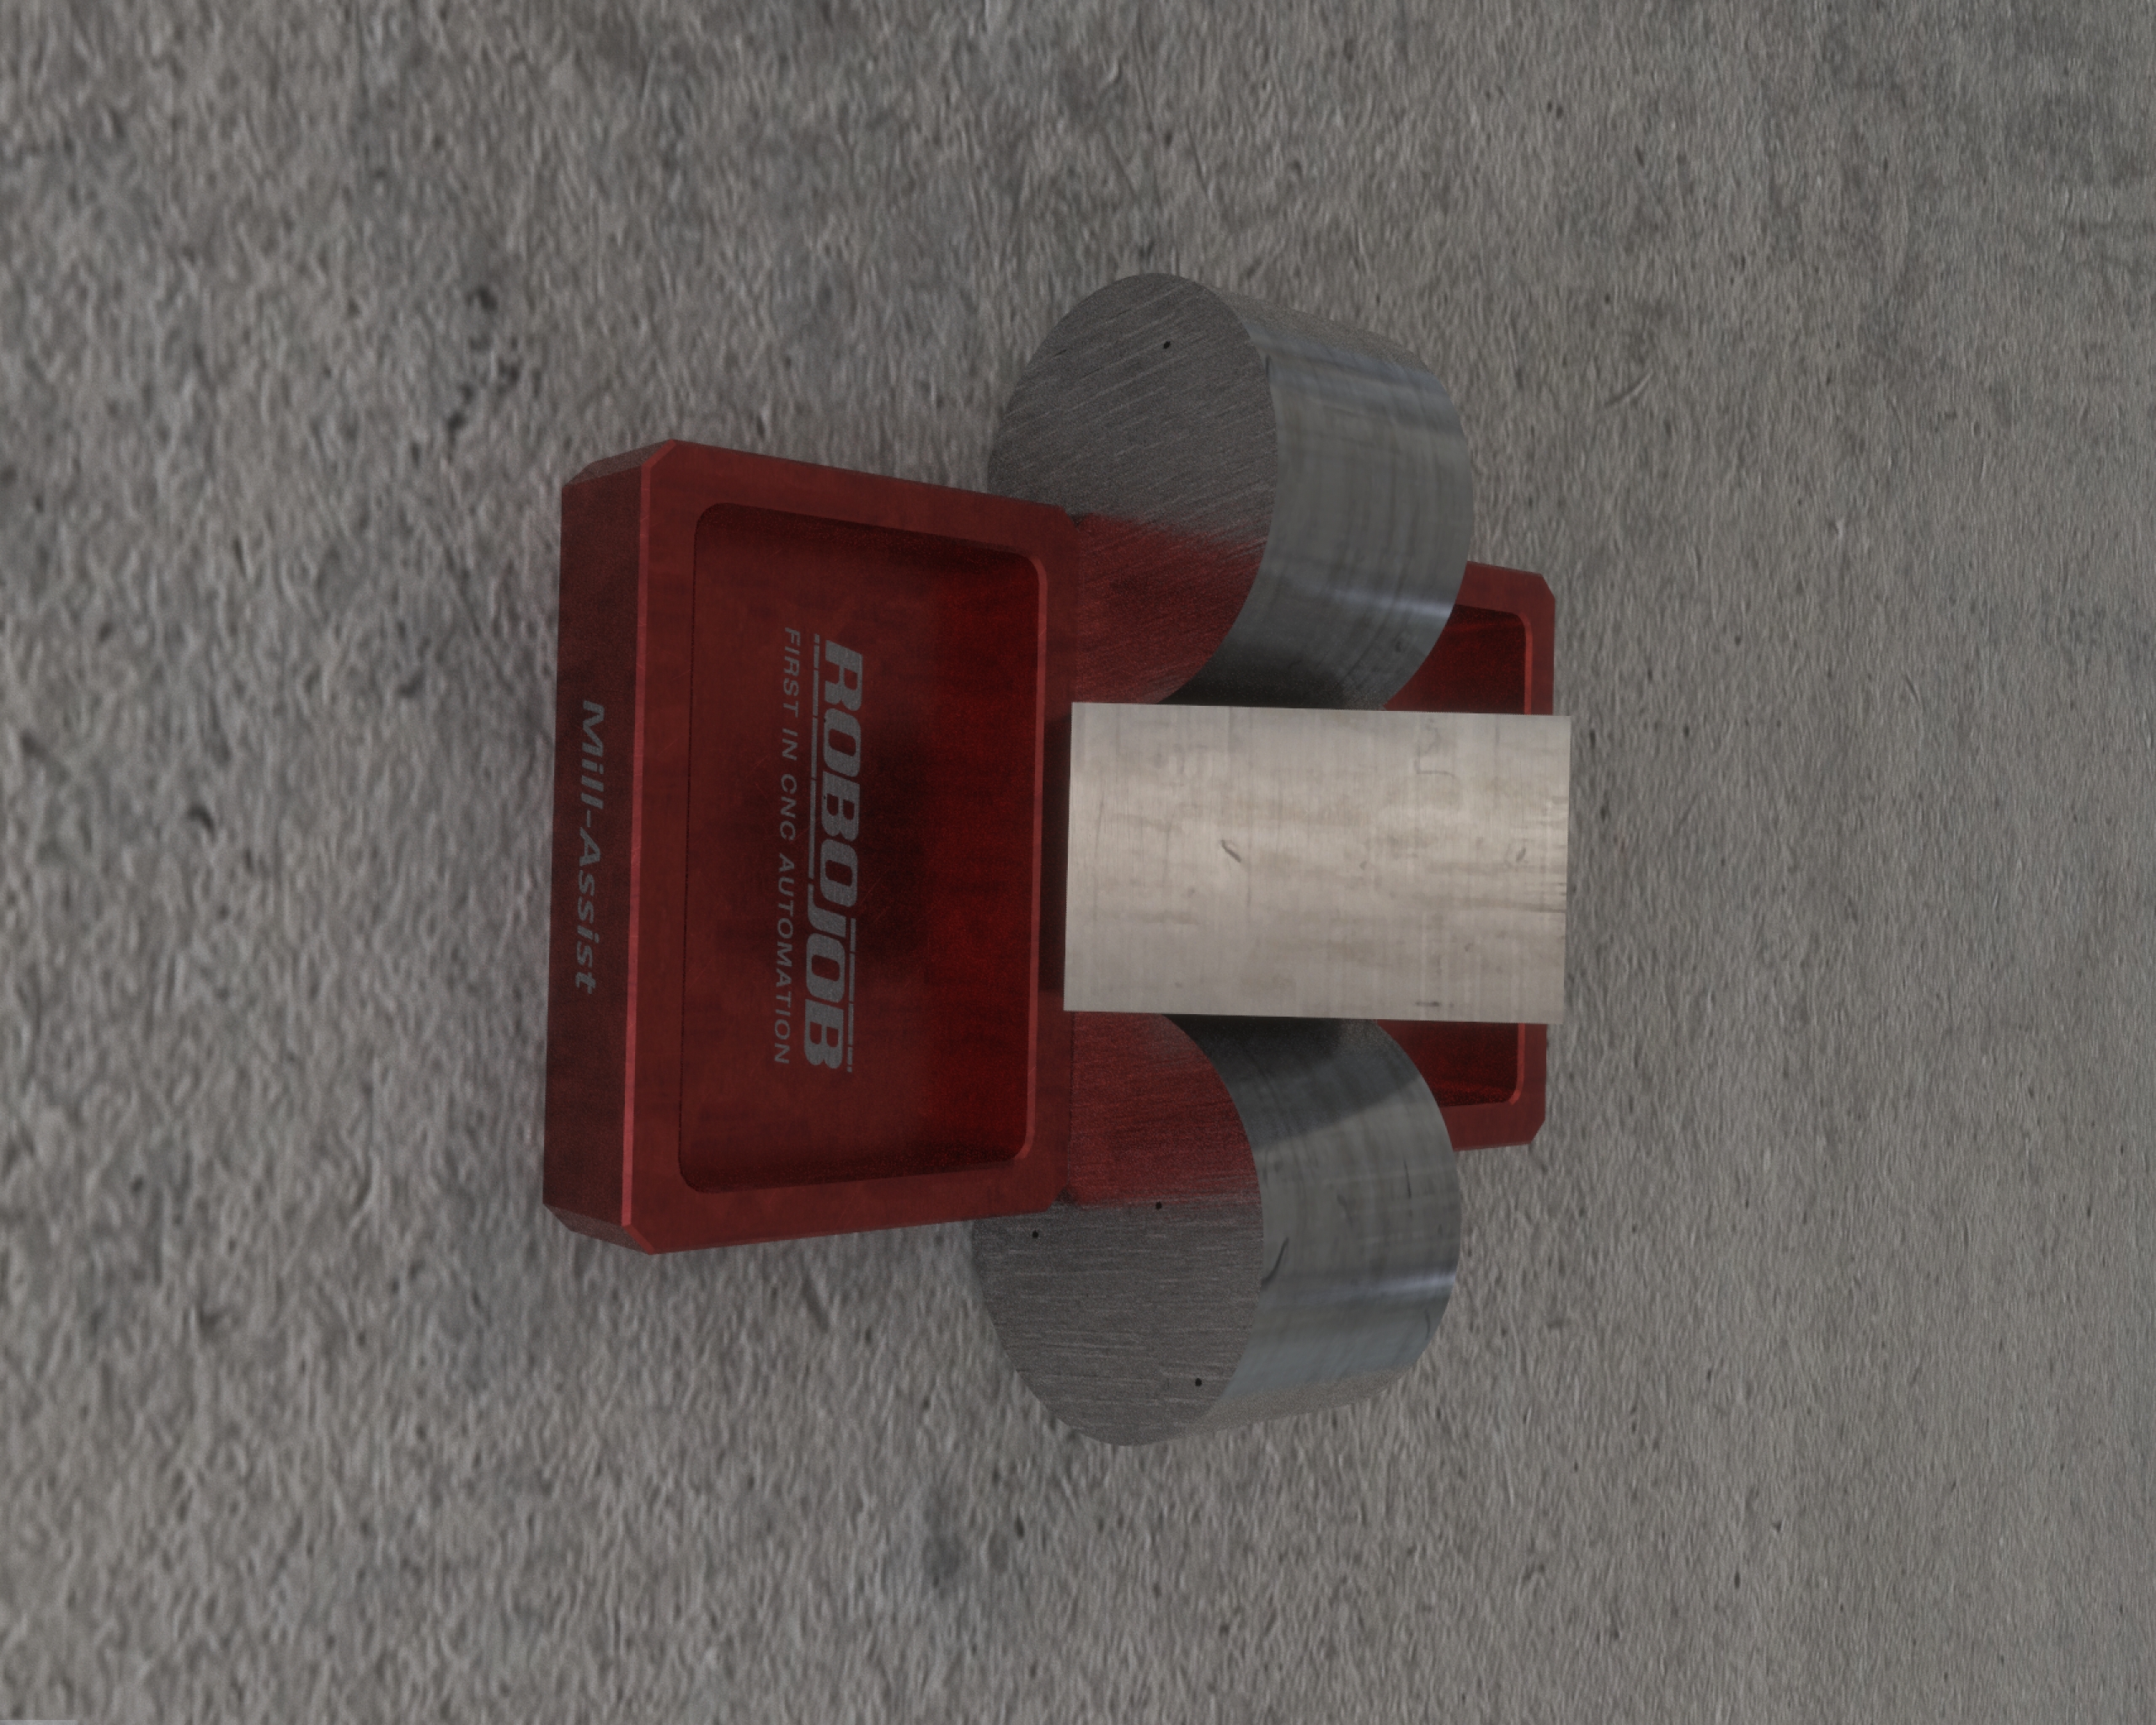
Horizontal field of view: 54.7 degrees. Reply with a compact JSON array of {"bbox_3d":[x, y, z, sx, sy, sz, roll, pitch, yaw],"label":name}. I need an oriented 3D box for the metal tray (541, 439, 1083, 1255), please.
[{"bbox_3d":[-0.044,-0.002,0.366,0.091,0.030,0.129,2,89,-40],"label":"metal tray"}]

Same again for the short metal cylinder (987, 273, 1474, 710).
[{"bbox_3d":[0.027,-0.065,0.392,0.050,0.080,0.080,3,89,-40],"label":"short metal cylinder"}]

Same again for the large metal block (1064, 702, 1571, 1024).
[{"bbox_3d":[0.039,0.000,0.376,0.081,0.080,0.050,2,90,0],"label":"large metal block"}]

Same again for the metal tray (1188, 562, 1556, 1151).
[{"bbox_3d":[0.064,-0.002,0.457,0.091,0.030,0.129,2,89,-40],"label":"metal tray"}]

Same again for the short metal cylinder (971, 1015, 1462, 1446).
[{"bbox_3d":[0.024,0.065,0.391,0.050,0.080,0.080,3,89,-40],"label":"short metal cylinder"}]
